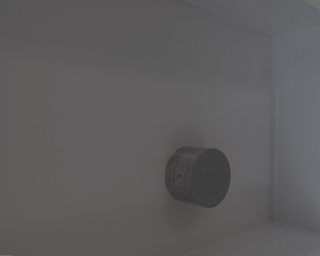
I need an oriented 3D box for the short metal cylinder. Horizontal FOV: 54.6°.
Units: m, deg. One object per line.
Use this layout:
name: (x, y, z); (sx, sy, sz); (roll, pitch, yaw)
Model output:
short metal cylinder: (0.054, 0.067, 0.434); (0.081, 0.050, 0.080); (0, 90, -40)
